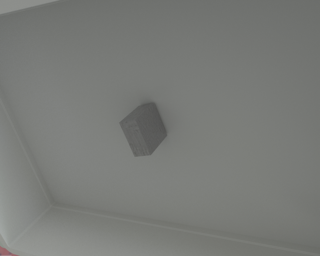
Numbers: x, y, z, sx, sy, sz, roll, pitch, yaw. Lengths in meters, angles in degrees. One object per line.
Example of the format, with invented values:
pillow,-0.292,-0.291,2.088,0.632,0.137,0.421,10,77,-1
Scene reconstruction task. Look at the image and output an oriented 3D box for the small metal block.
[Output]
small metal block,-0.020,0.002,0.400,0.025,0.050,0.050,-9,113,32
